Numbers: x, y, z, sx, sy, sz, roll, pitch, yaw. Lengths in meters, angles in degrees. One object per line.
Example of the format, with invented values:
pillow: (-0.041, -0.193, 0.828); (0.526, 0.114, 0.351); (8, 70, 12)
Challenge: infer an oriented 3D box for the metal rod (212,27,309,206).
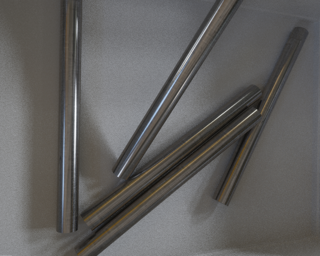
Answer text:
metal rod: (0.155, -0.024, 0.469); (0.025, 0.025, 0.299); (31, 80, -18)

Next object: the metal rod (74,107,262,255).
metal rod: (0.021, 0.067, 0.411); (0.301, 0.025, 0.025); (-37, 102, -14)

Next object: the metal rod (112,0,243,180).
metal rod: (0.028, -0.064, 0.358); (0.025, 0.025, 0.299); (28, 105, -19)

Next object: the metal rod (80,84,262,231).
metal rod: (0.027, 0.030, 0.421); (0.301, 0.025, 0.025); (-36, 102, -17)

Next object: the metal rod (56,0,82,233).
metal rod: (-0.108, -0.028, 0.370); (0.025, 0.025, 0.298); (1, 90, -20)
